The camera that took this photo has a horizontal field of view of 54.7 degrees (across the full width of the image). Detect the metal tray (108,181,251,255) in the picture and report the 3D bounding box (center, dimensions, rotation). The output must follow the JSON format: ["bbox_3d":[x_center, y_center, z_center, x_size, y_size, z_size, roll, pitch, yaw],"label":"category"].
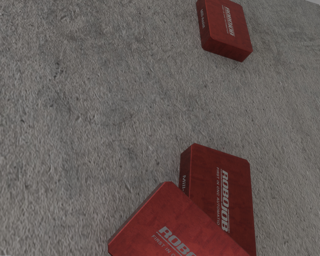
[{"bbox_3d":[0.023,0.129,0.313,0.130,0.030,0.090,43,73,1],"label":"metal tray"}]

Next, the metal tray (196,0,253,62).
[{"bbox_3d":[0.119,-0.191,0.581,0.091,0.030,0.130,12,57,-22],"label":"metal tray"}]

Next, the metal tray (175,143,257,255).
[{"bbox_3d":[0.069,0.091,0.382,0.091,0.030,0.130,19,54,-18],"label":"metal tray"}]
